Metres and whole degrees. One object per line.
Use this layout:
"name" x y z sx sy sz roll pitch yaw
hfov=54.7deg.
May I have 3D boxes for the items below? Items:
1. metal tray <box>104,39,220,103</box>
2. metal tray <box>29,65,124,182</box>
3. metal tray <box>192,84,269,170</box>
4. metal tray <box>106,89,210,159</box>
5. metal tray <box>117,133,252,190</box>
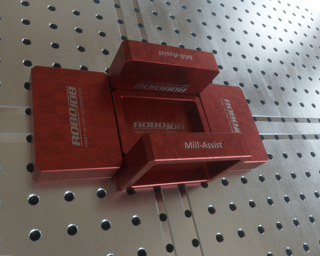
"metal tray" 0.001 -0.067 0.409 0.131 0.090 0.030 1 62 -28
"metal tray" -0.099 -0.007 0.357 0.091 0.030 0.130 1 61 -28
"metal tray" 0.098 -0.004 0.460 0.091 0.030 0.130 1 61 -29
"metal tray" 0.002 -0.001 0.405 0.131 0.030 0.090 1 61 -28
"metal tray" 0.027 0.039 0.357 0.131 0.090 0.030 1 62 -28
